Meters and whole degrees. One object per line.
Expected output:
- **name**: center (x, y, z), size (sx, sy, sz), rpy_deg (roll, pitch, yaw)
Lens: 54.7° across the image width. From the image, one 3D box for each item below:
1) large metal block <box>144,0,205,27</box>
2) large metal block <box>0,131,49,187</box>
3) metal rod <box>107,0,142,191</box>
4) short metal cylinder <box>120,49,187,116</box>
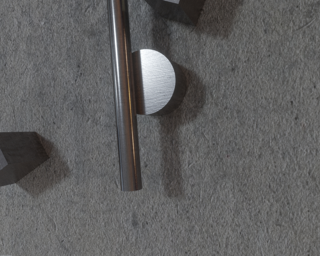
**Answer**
- **large metal block**: center (0.024, -0.179, 0.371), size (0.050, 0.080, 0.080), rpy_deg (22, 97, 18)
- **large metal block**: center (-0.231, 0.048, 0.461), size (0.080, 0.080, 0.050), rpy_deg (-34, 79, 17)
- **metal rod**: center (-0.045, -0.076, 0.371), size (0.025, 0.025, 0.298), rpy_deg (-5, 88, 20)
- **short metal cylinder**: center (-0.011, -0.056, 0.400), size (0.080, 0.050, 0.080), rpy_deg (0, 90, 20)
